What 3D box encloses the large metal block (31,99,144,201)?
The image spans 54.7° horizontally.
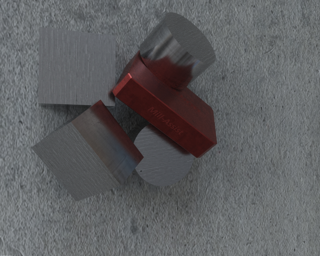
[{"bbox_3d":[-0.080,0.027,0.344,0.080,0.080,0.050,55,38,-12],"label":"large metal block"}]

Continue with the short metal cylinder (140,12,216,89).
[{"bbox_3d":[0.022,-0.095,0.384,0.080,0.050,0.080,28,41,-27],"label":"short metal cylinder"}]

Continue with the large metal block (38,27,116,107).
[{"bbox_3d":[-0.097,-0.065,0.359,0.081,0.050,0.080,1,90,-20],"label":"large metal block"}]

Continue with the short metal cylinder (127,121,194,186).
[{"bbox_3d":[-0.003,0.030,0.397,0.081,0.050,0.080,0,90,-20],"label":"short metal cylinder"}]

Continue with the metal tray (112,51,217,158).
[{"bbox_3d":[0.011,-0.031,0.381,0.130,0.090,0.030,37,118,-16],"label":"metal tray"}]
